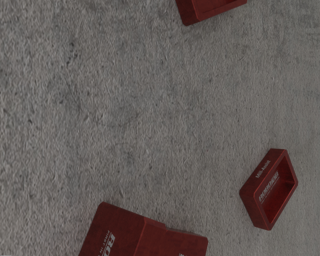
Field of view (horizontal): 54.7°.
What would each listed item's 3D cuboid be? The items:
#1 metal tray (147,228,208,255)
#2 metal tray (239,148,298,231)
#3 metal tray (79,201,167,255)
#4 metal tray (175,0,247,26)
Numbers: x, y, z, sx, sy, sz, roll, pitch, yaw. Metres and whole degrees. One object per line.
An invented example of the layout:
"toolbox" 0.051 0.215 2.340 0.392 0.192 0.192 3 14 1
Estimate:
"metal tray" 0.011 0.203 0.411 0.090 0.030 0.130 26 74 -37
"metal tray" 0.205 0.110 0.572 0.131 0.030 0.090 -42 116 -32
"metal tray" -0.052 0.150 0.318 0.030 0.090 0.130 32 70 -36
"metal tray" 0.074 -0.214 0.461 0.131 0.030 0.090 -33 110 -35
